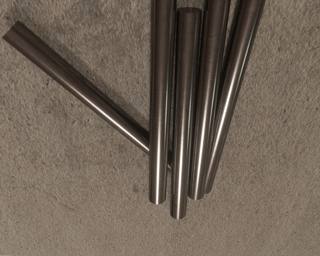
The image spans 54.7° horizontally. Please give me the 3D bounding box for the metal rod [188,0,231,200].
[{"bbox_3d":[0.055,-0.022,0.376,0.025,0.025,0.298,0,126,-1],"label":"metal rod"}]

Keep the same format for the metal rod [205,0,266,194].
[{"bbox_3d":[0.080,-0.019,0.392,0.025,0.025,0.298,3,130,-3],"label":"metal rod"}]

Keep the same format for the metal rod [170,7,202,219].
[{"bbox_3d":[0.029,0.006,0.391,0.025,0.025,0.298,0,124,-1],"label":"metal rod"}]

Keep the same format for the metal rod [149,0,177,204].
[{"bbox_3d":[0.000,-0.022,0.366,0.025,0.025,0.298,1,124,-1],"label":"metal rod"}]

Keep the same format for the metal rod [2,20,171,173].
[{"bbox_3d":[-0.057,-0.015,0.393,0.025,0.025,0.300,-33,123,24],"label":"metal rod"}]
